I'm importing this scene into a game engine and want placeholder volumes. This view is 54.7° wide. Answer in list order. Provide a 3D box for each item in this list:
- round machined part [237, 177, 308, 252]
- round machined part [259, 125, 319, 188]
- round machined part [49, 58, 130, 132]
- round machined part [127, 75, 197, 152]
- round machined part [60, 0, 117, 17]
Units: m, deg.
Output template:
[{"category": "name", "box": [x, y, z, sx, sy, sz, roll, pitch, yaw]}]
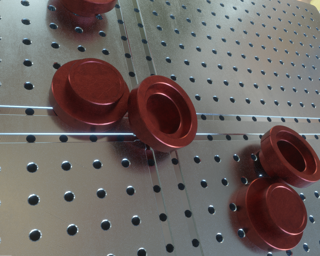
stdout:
[{"category": "round machined part", "box": [0.156, 0.112, 0.415, 0.099, 0.042, 0.098, 14, 56, -21]}, {"category": "round machined part", "box": [0.190, 0.047, 0.467, 0.099, 0.042, 0.098, 19, 45, -21]}, {"category": "round machined part", "box": [-0.082, -0.047, 0.383, 0.099, 0.042, 0.098, 14, 56, -21]}, {"category": "round machined part", "box": [-0.001, -0.015, 0.397, 0.099, 0.042, 0.098, 21, 56, -34]}, {"category": "round machined part", "box": [-0.113, -0.207, 0.464, 0.099, 0.042, 0.098, 14, 56, -21]}]
